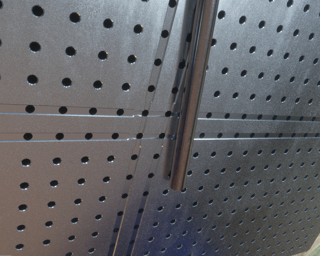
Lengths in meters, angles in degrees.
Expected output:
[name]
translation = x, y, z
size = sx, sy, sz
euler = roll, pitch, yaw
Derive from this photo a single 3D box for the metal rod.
[metal rod]
translation = 0.042, -0.040, 0.411
size = 0.025, 0.025, 0.298
euler = -8, 122, -25
